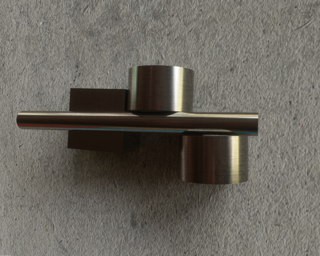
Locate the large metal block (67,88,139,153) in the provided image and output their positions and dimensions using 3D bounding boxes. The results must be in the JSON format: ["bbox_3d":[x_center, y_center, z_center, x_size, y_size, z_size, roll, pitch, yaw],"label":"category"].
[{"bbox_3d":[-0.074,-0.011,0.418,0.080,0.050,0.079,3,91,19],"label":"large metal block"}]

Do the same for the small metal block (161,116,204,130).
[{"bbox_3d":[0.034,-0.005,0.383,0.050,0.050,0.025,1,91,19],"label":"small metal block"}]

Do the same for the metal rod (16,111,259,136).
[{"bbox_3d":[-0.041,-0.007,0.369,0.301,0.025,0.025,1,91,18],"label":"metal rod"}]

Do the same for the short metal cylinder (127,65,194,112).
[{"bbox_3d":[0.001,-0.045,0.381,0.080,0.080,0.050,2,91,19],"label":"short metal cylinder"}]

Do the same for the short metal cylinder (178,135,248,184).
[{"bbox_3d":[0.061,0.033,0.359,0.080,0.080,0.050,0,90,19],"label":"short metal cylinder"}]
